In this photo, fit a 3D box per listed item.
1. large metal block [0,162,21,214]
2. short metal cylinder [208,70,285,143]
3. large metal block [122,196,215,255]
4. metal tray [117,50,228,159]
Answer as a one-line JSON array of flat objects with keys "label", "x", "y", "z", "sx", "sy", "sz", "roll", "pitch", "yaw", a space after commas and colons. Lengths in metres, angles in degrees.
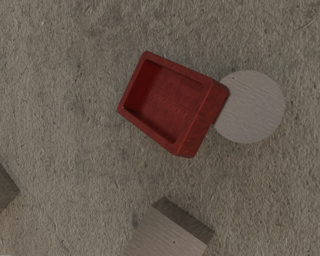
[{"label": "large metal block", "x": -0.287, "y": 0.101, "z": 0.497, "sx": 0.080, "sy": 0.050, "sz": 0.080, "roll": -45, "pitch": 76, "yaw": 14}, {"label": "short metal cylinder", "x": 0.101, "y": -0.023, "z": 0.360, "sx": 0.080, "sy": 0.050, "sz": 0.080, "roll": 0, "pitch": 90, "yaw": 20}, {"label": "large metal block", "x": 0.011, "y": 0.147, "z": 0.392, "sx": 0.080, "sy": 0.050, "sz": 0.080, "roll": 32, "pitch": 100, "yaw": 17}, {"label": "metal tray", "x": 0.008, "y": -0.033, "z": 0.373, "sx": 0.130, "sy": 0.030, "sz": 0.090, "roll": 35, "pitch": 102, "yaw": 44}]
